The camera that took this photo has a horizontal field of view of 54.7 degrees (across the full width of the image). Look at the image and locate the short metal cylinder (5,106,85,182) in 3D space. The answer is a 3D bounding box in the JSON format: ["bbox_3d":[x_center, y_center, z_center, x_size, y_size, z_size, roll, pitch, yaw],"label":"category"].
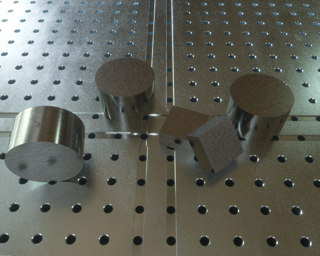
[{"bbox_3d":[-0.128,0.020,0.354,0.081,0.080,0.050,-5,50,-4],"label":"short metal cylinder"}]

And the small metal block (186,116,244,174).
[{"bbox_3d":[0.067,0.019,0.373,0.050,0.050,0.025,-32,16,-24],"label":"small metal block"}]

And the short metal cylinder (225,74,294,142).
[{"bbox_3d":[0.131,-0.028,0.416,0.081,0.050,0.080,0,50,0],"label":"short metal cylinder"}]

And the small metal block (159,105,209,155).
[{"bbox_3d":[0.032,0.002,0.406,0.050,0.025,0.050,17,52,13],"label":"small metal block"}]

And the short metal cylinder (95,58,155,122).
[{"bbox_3d":[-0.047,-0.054,0.436,0.081,0.050,0.080,0,50,0],"label":"short metal cylinder"}]
